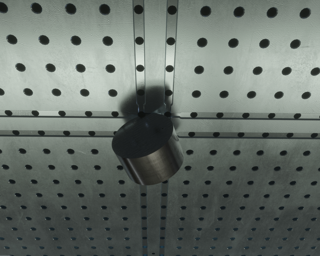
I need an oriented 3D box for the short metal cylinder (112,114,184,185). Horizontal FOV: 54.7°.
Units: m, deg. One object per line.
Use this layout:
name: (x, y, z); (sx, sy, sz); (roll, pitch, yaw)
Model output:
short metal cylinder: (-0.015, 0.026, 0.398); (0.080, 0.080, 0.050); (-14, 128, 11)
